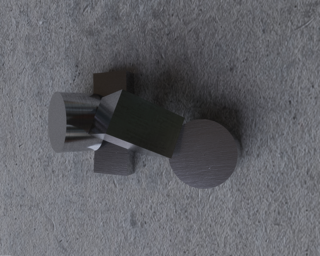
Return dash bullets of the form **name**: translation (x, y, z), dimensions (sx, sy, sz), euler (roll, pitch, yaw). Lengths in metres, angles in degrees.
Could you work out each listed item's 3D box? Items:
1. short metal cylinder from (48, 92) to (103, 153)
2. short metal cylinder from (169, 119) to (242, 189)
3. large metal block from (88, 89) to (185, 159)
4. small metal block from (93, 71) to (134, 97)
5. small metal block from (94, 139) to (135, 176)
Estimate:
- **short metal cylinder**: translation (-0.114, -0.008, 0.416), dimensions (0.080, 0.050, 0.079), euler (2, 92, 55)
- **short metal cylinder**: translation (0.056, 0.029, 0.377), dimensions (0.080, 0.050, 0.079), euler (0, 90, 19)
- **large metal block**: translation (-0.031, -0.002, 0.371), dimensions (0.080, 0.080, 0.050), euler (23, 79, -24)
- **small metal block**: translation (-0.064, -0.051, 0.431), dimensions (0.050, 0.025, 0.050), euler (-1, 90, 19)
- **small metal block**: translation (-0.063, 0.038, 0.431), dimensions (0.050, 0.025, 0.050), euler (3, 91, 19)
